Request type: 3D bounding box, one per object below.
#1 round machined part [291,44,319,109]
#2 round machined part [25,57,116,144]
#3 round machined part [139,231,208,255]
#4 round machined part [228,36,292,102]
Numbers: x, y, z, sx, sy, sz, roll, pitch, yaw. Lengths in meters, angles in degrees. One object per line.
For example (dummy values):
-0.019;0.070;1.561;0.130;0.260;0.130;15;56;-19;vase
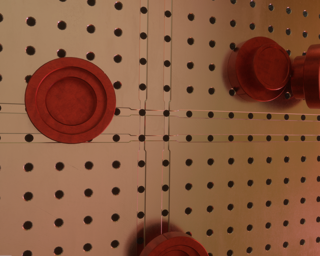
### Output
0.233;-0.078;0.477;0.099;0.042;0.097;-6;97;-51;round machined part
-0.105;-0.031;0.365;0.099;0.042;0.097;0;90;-21;round machined part
0.014;0.186;0.410;0.099;0.042;0.097;0;90;-21;round machined part
0.155;-0.088;0.463;0.099;0.042;0.097;0;90;-21;round machined part
